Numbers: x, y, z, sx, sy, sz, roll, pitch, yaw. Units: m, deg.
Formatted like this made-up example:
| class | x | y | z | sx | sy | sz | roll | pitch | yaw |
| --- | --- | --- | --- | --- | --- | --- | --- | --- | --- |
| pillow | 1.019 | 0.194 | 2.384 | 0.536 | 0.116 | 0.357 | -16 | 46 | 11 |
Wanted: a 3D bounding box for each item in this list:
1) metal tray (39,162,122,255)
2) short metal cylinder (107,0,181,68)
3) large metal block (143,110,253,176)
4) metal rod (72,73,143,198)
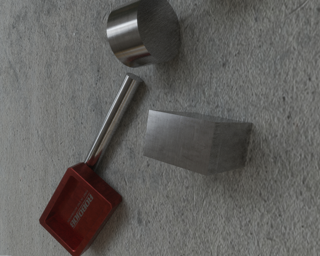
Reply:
| class | x | y | z | sx | sy | sz | roll | pitch | yaw |
| --- | --- | --- | --- | --- | --- | --- | --- | --- | --- |
| metal tray | -0.127 | 0.130 | 0.487 | 0.090 | 0.030 | 0.129 | 39 | 114 | 12 |
| short metal cylinder | -0.018 | -0.118 | 0.384 | 0.050 | 0.081 | 0.080 | -2 | 89 | 40 |
| large metal block | 0.041 | 0.012 | 0.335 | 0.080 | 0.081 | 0.050 | 13 | 98 | 39 |
| metal rod | -0.104 | 0.048 | 0.490 | 0.025 | 0.025 | 0.298 | 44 | 116 | 31 |
